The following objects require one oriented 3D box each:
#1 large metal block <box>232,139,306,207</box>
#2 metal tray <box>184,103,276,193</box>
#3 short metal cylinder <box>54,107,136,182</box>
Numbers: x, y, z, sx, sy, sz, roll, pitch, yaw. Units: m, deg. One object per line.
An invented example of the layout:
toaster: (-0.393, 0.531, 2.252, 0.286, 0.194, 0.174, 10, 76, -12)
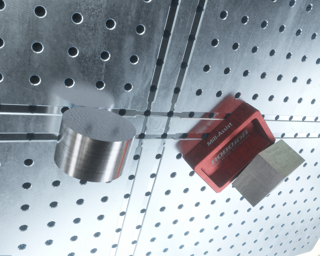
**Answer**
large metal block: (0.176, 0.072, 0.505, 0.081, 0.050, 0.079, -20, 148, -43)
metal tray: (0.113, 0.034, 0.490, 0.130, 0.030, 0.090, -43, 130, 1)
short metal cylinder: (-0.072, 0.016, 0.346, 0.081, 0.080, 0.050, 5, 116, -31)
